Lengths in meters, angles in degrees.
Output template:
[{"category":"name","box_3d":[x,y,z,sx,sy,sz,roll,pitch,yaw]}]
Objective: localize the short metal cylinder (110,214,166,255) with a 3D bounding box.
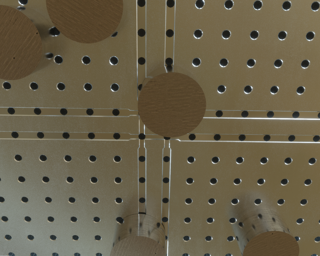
[{"category":"short metal cylinder","box_3d":[-0.031,0.178,0.465,0.081,0.050,0.079,0,110,-1]}]

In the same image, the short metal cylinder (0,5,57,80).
[{"category":"short metal cylinder","box_3d":[-0.169,-0.100,0.361,0.081,0.050,0.079,0,110,0]}]

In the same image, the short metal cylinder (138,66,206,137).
[{"category":"short metal cylinder","box_3d":[0.014,-0.035,0.388,0.081,0.050,0.079,0,110,-1]}]

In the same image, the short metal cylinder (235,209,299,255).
[{"category":"short metal cylinder","box_3d":[0.158,0.171,0.465,0.081,0.050,0.079,0,110,-1]}]

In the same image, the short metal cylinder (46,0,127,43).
[{"category":"short metal cylinder","box_3d":[-0.079,-0.138,0.348,0.081,0.050,0.079,0,110,-1]}]
